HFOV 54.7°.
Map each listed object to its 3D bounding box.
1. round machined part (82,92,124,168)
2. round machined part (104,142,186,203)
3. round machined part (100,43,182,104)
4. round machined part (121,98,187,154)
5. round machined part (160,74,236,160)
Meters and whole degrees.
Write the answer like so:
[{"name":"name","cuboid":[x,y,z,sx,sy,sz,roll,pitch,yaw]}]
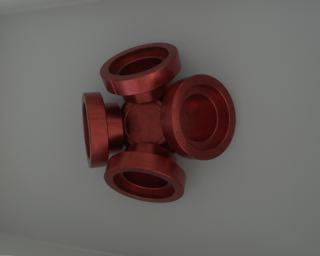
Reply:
[{"name":"round machined part","cuboid":[-0.075,0.002,0.405,0.042,0.098,0.097,-5,88,-18]},{"name":"round machined part","cuboid":[-0.016,0.054,0.384,0.098,0.098,0.042,-1,54,19]},{"name":"round machined part","cuboid":[-0.021,-0.066,0.386,0.098,0.098,0.042,-4,127,19]},{"name":"round machined part","cuboid":[-0.011,-0.006,0.402,0.098,0.042,0.097,0,90,19]},{"name":"round machined part","cuboid":[0.040,-0.012,0.366,0.042,0.099,0.097,-4,89,55]}]
